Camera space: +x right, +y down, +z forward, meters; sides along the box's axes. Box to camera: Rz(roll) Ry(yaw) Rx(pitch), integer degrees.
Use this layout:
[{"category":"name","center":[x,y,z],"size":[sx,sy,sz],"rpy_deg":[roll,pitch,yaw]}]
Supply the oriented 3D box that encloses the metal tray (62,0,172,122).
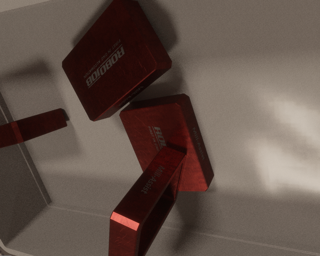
[{"category":"metal tray","center":[-0.057,-0.076,0.370],"size":[0.130,0.030,0.090],"rpy_deg":[-33,82,38]}]

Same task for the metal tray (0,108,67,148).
[{"category":"metal tray","center":[-0.221,0.006,0.479],"size":[0.130,0.091,0.030],"rpy_deg":[-12,99,31]}]

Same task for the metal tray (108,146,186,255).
[{"category":"metal tray","center":[-0.012,0.092,0.363],"size":[0.030,0.131,0.089],"rpy_deg":[20,126,16]}]

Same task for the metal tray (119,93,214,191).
[{"category":"metal tray","center":[0.010,0.024,0.414],"size":[0.090,0.030,0.129],"rpy_deg":[-7,115,30]}]

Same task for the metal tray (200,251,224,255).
[{"category":"metal tray","center":[0.079,0.266,0.529],"size":[0.090,0.030,0.129],"rpy_deg":[48,129,-6]}]
